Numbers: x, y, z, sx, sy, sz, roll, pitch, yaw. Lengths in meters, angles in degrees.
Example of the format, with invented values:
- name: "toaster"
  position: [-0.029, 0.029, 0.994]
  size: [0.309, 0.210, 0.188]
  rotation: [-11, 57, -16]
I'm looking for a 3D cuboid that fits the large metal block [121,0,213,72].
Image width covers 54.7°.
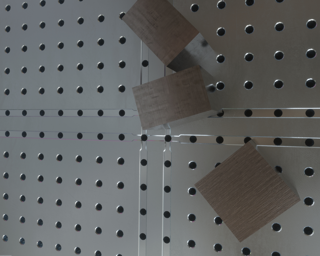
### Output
- name: "large metal block"
  position: [0.012, -0.113, 0.378]
  size: [0.050, 0.080, 0.080]
  rotation: [-44, 77, 14]

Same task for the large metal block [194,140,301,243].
- name: "large metal block"
  position: [0.101, 0.070, 0.363]
  size: [0.080, 0.050, 0.080]
  rotation: [-42, 77, 15]

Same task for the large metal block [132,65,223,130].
- name: "large metal block"
  position: [0.024, -0.032, 0.374]
  size: [0.080, 0.080, 0.050]
  rotation: [-16, 85, 19]
